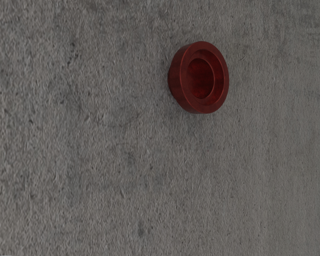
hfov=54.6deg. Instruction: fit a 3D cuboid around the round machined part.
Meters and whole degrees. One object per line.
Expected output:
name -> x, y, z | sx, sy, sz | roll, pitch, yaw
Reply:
round machined part -> 0.049, -0.068, 0.434 | 0.099, 0.042, 0.097 | 0, 90, -40
